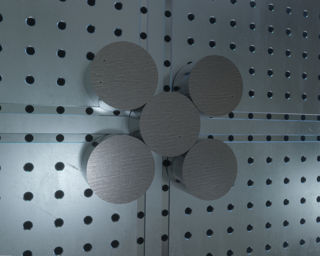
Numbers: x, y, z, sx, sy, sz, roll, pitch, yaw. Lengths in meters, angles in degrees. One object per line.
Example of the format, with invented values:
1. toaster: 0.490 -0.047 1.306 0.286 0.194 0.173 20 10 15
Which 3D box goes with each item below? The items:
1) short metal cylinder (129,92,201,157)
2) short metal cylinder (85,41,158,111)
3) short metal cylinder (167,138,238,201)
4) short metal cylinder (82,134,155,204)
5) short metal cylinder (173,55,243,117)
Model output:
1. short metal cylinder: 0.005 -0.005 0.402 0.081 0.050 0.079 0 90 -21
2. short metal cylinder: -0.048 -0.061 0.381 0.081 0.050 0.079 0 90 -21
3. short metal cylinder: 0.057 0.053 0.421 0.081 0.050 0.079 0 90 -21
4. short metal cylinder: -0.052 0.048 0.380 0.081 0.050 0.079 0 90 -21
5. short metal cylinder: 0.065 -0.054 0.422 0.081 0.050 0.079 0 90 -21
